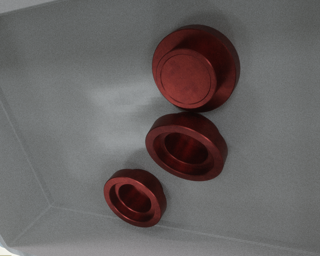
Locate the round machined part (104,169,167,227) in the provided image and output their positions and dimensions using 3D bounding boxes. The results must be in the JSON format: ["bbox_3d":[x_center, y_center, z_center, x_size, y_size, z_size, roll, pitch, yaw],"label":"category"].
[{"bbox_3d":[-0.034,0.103,0.479,0.098,0.042,0.097,13,124,21],"label":"round machined part"}]

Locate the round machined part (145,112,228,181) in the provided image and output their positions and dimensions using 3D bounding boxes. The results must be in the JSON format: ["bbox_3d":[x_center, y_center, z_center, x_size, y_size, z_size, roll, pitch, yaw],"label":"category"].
[{"bbox_3d":[0.035,0.018,0.381,0.098,0.042,0.097,17,139,15],"label":"round machined part"}]

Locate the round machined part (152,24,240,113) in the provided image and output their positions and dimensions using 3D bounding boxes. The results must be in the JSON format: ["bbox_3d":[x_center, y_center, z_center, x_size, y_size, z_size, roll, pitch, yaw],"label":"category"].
[{"bbox_3d":[0.035,-0.060,0.342,0.098,0.042,0.097,13,124,21],"label":"round machined part"}]
